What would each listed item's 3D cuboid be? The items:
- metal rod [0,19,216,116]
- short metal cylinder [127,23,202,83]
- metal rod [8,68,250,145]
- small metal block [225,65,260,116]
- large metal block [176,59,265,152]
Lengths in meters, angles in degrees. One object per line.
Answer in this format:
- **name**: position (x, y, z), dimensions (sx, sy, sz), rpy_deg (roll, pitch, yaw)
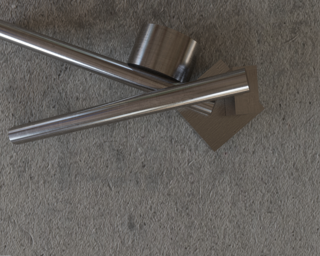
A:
- **metal rod**: position (-0.076, -0.079, 0.381), dimensions (0.301, 0.025, 0.025), rpy_deg (21, 90, 11)
- **short metal cylinder**: position (0.005, -0.087, 0.385), dimensions (0.080, 0.080, 0.050), rpy_deg (21, 90, -1)
- **metal rod**: position (-0.052, -0.019, 0.357), dimensions (0.301, 0.025, 0.025), rpy_deg (-12, 90, 20)
- **small metal block**: position (0.090, -0.040, 0.347), dimensions (0.025, 0.050, 0.050), rpy_deg (-4, 90, 0)
- **large metal block**: position (0.070, -0.028, 0.398), dimensions (0.080, 0.050, 0.080), rpy_deg (-41, 90, 1)
